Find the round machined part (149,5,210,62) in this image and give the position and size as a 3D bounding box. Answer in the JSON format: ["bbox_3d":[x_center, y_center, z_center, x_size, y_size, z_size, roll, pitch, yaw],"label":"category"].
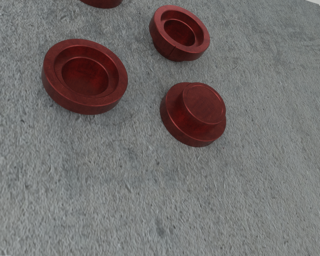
[{"bbox_3d":[0.027,-0.145,0.496,0.099,0.042,0.098,14,56,-21],"label":"round machined part"}]

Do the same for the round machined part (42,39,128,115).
[{"bbox_3d":[-0.093,-0.058,0.378,0.099,0.042,0.098,14,56,-21],"label":"round machined part"}]

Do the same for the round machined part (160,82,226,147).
[{"bbox_3d":[0.053,-0.025,0.437,0.099,0.042,0.098,14,56,-21],"label":"round machined part"}]

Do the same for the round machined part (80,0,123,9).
[{"bbox_3d":[-0.098,-0.239,0.486,0.099,0.042,0.098,14,56,-21],"label":"round machined part"}]
